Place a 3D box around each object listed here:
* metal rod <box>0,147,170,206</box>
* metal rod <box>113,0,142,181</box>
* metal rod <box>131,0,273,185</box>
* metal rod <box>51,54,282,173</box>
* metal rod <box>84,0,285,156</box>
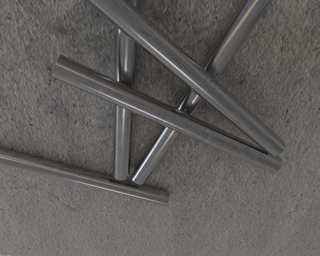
[{"bbox_3d":[-0.128,0.071,0.465,0.302,0.025,0.025,18,128,-15],"label":"metal rod"},{"bbox_3d":[-0.042,-0.044,0.369,0.025,0.025,0.298,5,130,-4],"label":"metal rod"},{"bbox_3d":[0.033,-0.027,0.384,0.025,0.025,0.298,20,127,-17],"label":"metal rod"},{"bbox_3d":[0.024,-0.007,0.366,0.302,0.025,0.025,23,126,-19],"label":"metal rod"},{"bbox_3d":[0.039,-0.053,0.328,0.301,0.025,0.025,35,122,-27],"label":"metal rod"}]
